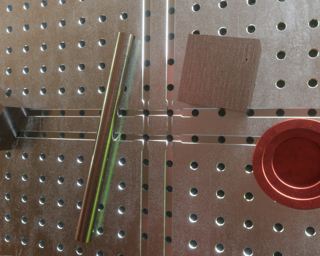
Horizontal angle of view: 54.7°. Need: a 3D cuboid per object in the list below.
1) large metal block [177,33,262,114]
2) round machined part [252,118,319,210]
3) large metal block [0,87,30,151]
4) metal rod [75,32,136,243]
[{"bbox_3d":[0.073,-0.064,0.374,0.080,0.050,0.079,11,94,19],"label":"large metal block"},{"bbox_3d":[0.156,0.038,0.348,0.098,0.042,0.097,0,90,20],"label":"round machined part"},{"bbox_3d":[-0.271,-0.018,0.495,0.080,0.050,0.080,32,100,17],"label":"large metal block"},{"bbox_3d":[-0.079,0.016,0.440,0.025,0.025,0.298,14,95,19],"label":"metal rod"}]
